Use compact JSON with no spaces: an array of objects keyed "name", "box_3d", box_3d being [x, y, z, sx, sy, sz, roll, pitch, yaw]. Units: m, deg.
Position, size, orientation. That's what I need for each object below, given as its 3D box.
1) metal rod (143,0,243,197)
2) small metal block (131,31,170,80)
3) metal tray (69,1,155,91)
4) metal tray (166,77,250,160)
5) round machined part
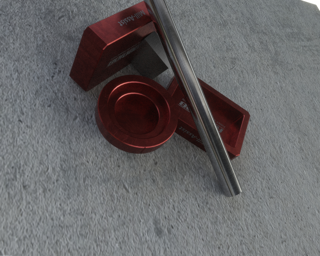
[{"name":"metal rod","box_3d":[0.039,-0.051,0.390,0.025,0.025,0.299,-30,100,-38]},{"name":"small metal block","box_3d":[-0.012,-0.100,0.439,0.050,0.050,0.025,49,52,-13]},{"name":"metal tray","box_3d":[-0.052,-0.110,0.403,0.030,0.090,0.131,45,51,2]},{"name":"metal tray","box_3d":[0.063,-0.019,0.449,0.130,0.030,0.090,33,51,-7]},{"name":"round machined part","box_3d":[-0.031,-0.013,0.382,0.099,0.042,0.098,9,62,-18]}]
